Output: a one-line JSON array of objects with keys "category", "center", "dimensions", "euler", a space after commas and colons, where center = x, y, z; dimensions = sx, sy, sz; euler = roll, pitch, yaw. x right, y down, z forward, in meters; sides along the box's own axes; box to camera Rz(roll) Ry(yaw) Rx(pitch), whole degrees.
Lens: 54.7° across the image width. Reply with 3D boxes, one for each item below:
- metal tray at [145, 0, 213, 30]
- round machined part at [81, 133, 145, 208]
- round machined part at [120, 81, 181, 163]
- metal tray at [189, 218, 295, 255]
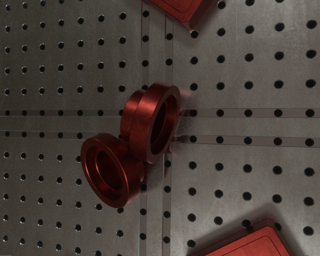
[{"category": "metal tray", "center": [0.013, -0.202, 0.404], "dimensions": [0.130, 0.030, 0.090], "euler": [39, 102, 15]}, {"category": "round machined part", "center": [-0.059, 0.052, 0.408], "dimensions": [0.098, 0.042, 0.097], "euler": [22, 124, 38]}, {"category": "round machined part", "center": [-0.013, -0.010, 0.378], "dimensions": [0.042, 0.098, 0.097], "euler": [18, 96, 19]}, {"category": "metal tray", "center": [0.100, 0.179, 0.374], "dimensions": [0.130, 0.030, 0.090], "euler": [-33, 80, 16]}]
